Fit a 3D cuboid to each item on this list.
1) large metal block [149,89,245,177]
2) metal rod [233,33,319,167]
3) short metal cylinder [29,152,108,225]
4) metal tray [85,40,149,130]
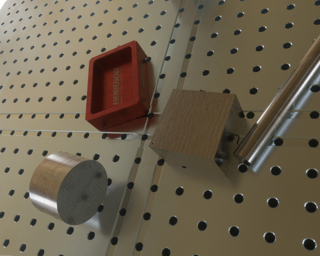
[{"bbox_3d":[0.046,0.003,0.366,0.080,0.050,0.080,10,66,32],"label":"large metal block"},{"bbox_3d":[0.182,-0.081,0.362,0.025,0.025,0.300,31,79,38],"label":"metal rod"},{"bbox_3d":[-0.112,0.074,0.387,0.050,0.080,0.080,11,67,33],"label":"short metal cylinder"},{"bbox_3d":[-0.067,-0.068,0.481,0.090,0.030,0.130,-18,55,18],"label":"metal tray"}]
